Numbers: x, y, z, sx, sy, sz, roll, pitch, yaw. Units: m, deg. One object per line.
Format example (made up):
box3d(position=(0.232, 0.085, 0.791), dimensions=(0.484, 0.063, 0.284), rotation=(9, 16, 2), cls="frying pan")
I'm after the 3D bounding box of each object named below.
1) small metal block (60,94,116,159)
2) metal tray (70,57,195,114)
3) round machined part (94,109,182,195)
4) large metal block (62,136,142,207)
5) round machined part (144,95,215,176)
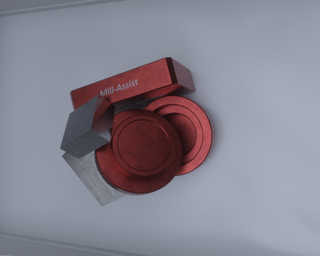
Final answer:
box3d(position=(-0.078, -0.001, 0.337), dimensions=(0.050, 0.025, 0.050), rotation=(-28, 42, 30), cls="small metal block")
box3d(position=(-0.031, -0.045, 0.384), dimensions=(0.130, 0.090, 0.030), rotation=(-16, 86, 19), cls="metal tray")
box3d(position=(-0.022, 0.024, 0.345), dimensions=(0.099, 0.042, 0.098), rotation=(5, 71, -14), cls="round machined part")
box3d(position=(-0.063, 0.046, 0.401), dimensions=(0.050, 0.080, 0.080), rotation=(-46, 76, 14), cls="large metal block")
box3d(position=(0.021, 0.009, 0.393), dimensions=(0.098, 0.042, 0.097), rotation=(0, 90, 19), cls="round machined part")
